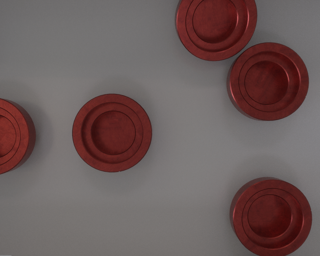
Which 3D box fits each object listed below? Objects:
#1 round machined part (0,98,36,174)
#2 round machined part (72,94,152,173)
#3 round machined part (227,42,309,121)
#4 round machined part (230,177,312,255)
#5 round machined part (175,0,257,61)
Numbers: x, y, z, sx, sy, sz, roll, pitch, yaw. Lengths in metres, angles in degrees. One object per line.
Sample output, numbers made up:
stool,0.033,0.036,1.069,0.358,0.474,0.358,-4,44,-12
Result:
round machined part,-0.210,0.010,0.401,0.099,0.042,0.097,0,90,0
round machined part,-0.059,0.006,0.402,0.099,0.042,0.097,0,90,0
round machined part,0.136,-0.058,0.404,0.099,0.042,0.097,0,90,0
round machined part,0.140,0.112,0.404,0.099,0.042,0.097,0,90,0
round machined part,0.067,-0.138,0.391,0.099,0.042,0.097,-2,115,-4
